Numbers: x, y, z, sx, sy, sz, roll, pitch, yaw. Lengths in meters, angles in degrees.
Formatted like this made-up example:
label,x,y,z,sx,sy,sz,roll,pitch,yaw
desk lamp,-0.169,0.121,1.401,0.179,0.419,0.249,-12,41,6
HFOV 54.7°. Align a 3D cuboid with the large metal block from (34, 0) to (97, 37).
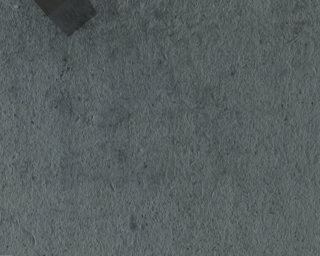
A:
label,x,y,z,sx,sy,sz,roll,pitch,yaw
large metal block,-0.131,-0.170,0.381,0.050,0.080,0.080,-40,90,0
